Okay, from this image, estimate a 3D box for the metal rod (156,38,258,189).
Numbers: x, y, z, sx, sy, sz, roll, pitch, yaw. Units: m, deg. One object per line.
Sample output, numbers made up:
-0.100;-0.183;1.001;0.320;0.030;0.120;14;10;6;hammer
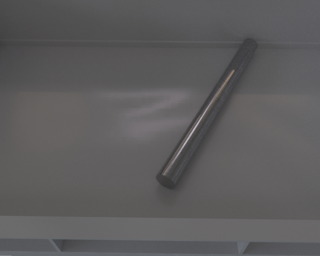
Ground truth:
0.079;-0.039;0.438;0.025;0.025;0.301;23;54;18;metal rod
